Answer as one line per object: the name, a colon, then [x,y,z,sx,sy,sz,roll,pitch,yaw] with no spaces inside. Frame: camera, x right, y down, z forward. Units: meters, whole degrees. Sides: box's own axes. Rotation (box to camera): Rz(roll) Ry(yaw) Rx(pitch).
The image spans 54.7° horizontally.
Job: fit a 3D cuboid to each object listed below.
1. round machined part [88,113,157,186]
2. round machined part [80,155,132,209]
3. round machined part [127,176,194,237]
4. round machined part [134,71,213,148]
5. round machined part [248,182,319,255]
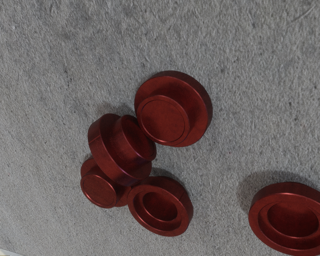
round machined part: [-0.041,0.022,0.398,0.042,0.098,0.098,-34,100,22]
round machined part: [-0.088,0.090,0.498,0.098,0.042,0.097,13,124,21]
round machined part: [0.004,0.111,0.462,0.098,0.042,0.097,13,124,21]
round machined part: [0.011,-0.017,0.380,0.098,0.042,0.097,13,124,21]
round machined part: [0.161,0.105,0.375,0.098,0.042,0.097,13,124,21]
